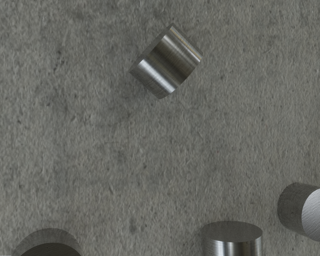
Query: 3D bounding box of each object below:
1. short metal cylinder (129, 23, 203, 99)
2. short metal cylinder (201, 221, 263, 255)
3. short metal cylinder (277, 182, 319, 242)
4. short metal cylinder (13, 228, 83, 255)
[{"bbox_3d":[0.006,-0.082,0.383,0.050,0.080,0.080,41,77,-16],"label":"short metal cylinder"},{"bbox_3d":[0.097,0.163,0.418,0.081,0.080,0.050,-3,91,-20],"label":"short metal cylinder"},{"bbox_3d":[0.234,0.129,0.485,0.081,0.050,0.079,0,90,-21],"label":"short metal cylinder"},{"bbox_3d":[-0.127,0.161,0.350,0.081,0.050,0.079,0,90,-21],"label":"short metal cylinder"}]
